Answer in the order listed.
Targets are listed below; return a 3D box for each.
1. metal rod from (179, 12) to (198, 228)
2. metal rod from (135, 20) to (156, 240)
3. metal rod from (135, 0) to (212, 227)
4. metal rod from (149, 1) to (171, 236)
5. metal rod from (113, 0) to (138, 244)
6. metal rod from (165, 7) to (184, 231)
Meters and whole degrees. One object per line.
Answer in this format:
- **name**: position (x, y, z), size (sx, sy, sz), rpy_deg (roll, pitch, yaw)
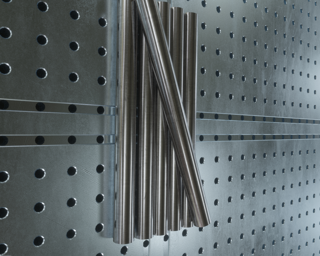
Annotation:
- **metal rod**: position (0.039, -0.012, 0.441), size (0.025, 0.025, 0.298), rpy_deg (2, 89, -40)
- **metal rod**: position (-0.018, -0.013, 0.391), size (0.025, 0.025, 0.298), rpy_deg (1, 89, -40)
- **metal rod**: position (0.020, -0.012, 0.392), size (0.025, 0.025, 0.298), rpy_deg (-25, 106, -37)
- **metal rod**: position (0.000, -0.013, 0.407), size (0.025, 0.025, 0.298), rpy_deg (1, 89, -40)
- **metal rod**: position (-0.041, -0.015, 0.372), size (0.025, 0.025, 0.298), rpy_deg (1, 89, -40)
- **metal rod**: position (0.019, -0.012, 0.425), size (0.025, 0.025, 0.298), rpy_deg (1, 89, -40)
